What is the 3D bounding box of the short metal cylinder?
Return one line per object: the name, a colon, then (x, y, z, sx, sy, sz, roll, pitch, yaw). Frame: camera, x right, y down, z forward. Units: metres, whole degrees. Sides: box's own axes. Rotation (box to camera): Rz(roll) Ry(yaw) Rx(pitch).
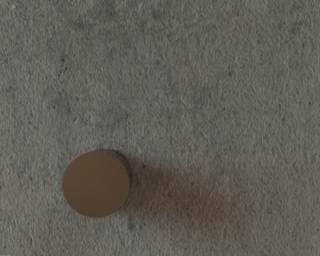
short metal cylinder: (-0.077, 0.068, 0.397, 0.081, 0.050, 0.079, 0, 90, -1)
